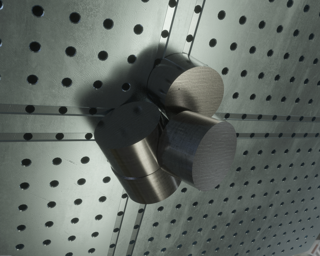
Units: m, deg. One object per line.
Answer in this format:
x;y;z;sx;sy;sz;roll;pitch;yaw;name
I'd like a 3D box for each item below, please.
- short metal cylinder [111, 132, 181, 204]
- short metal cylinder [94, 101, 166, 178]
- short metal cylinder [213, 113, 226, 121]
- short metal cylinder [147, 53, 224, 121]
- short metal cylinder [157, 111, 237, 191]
-0.016;0.050;0.399;0.080;0.080;0.050;-30;129;-10;short metal cylinder
-0.030;0.013;0.368;0.080;0.080;0.050;-30;129;-10;short metal cylinder
0.055;0.012;0.434;0.081;0.050;0.079;-14;125;-21;short metal cylinder
0.031;-0.046;0.384;0.081;0.050;0.079;-14;125;-21;short metal cylinder
0.043;0.025;0.352;0.081;0.050;0.079;-20;120;-41;short metal cylinder
